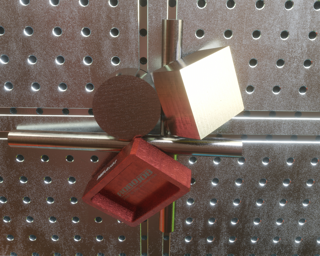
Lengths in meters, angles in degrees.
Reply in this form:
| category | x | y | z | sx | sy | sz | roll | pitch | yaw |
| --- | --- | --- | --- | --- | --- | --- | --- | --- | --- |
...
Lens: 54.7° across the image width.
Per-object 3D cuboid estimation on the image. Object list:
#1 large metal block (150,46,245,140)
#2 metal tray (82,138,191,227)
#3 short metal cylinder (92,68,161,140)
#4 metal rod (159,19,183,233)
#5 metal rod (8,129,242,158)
| category | x | y | z | sx | sy | sz | roll | pitch | yaw |
| --- | --- | --- | --- | --- | --- | --- | --- | --- | --- |
| large metal block | 0.046 | -0.042 | 0.364 | 0.081 | 0.050 | 0.080 | -31 | 113 | -31 |
| metal tray | -0.033 | 0.077 | 0.411 | 0.090 | 0.030 | 0.129 | 34 | 127 | -18 |
| short metal cylinder | -0.039 | -0.032 | 0.388 | 0.081 | 0.050 | 0.079 | 0 | 110 | 0 |
| metal rod | 0.013 | 0.011 | 0.417 | 0.025 | 0.025 | 0.298 | 1 | 110 | -1 |
| metal rod | -0.049 | 0.020 | 0.402 | 0.302 | 0.025 | 0.025 | 2 | 110 | 6 |
